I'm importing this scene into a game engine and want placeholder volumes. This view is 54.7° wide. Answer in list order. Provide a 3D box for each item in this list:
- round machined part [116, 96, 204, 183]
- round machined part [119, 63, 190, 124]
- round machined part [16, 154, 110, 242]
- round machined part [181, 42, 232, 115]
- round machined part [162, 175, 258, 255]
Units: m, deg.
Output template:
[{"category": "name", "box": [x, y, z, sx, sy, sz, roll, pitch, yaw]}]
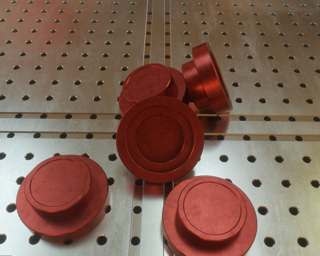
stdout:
[{"category": "round machined part", "box": [0.000, 0.013, 0.365, 0.099, 0.042, 0.097, 0, 90, -3]}, {"category": "round machined part", "box": [-0.011, -0.049, 0.418, 0.098, 0.042, 0.098, -11, 51, 15]}, {"category": "round machined part", "box": [-0.106, 0.068, 0.338, 0.099, 0.042, 0.098, 0, 50, 0]}, {"category": "round machined part", "box": [0.062, -0.063, 0.421, 0.042, 0.098, 0.098, -20, 48, 17]}, {"category": "round machined part", "box": [0.051, 0.091, 0.321, 0.099, 0.042, 0.098, 0, 50, 0]}]
